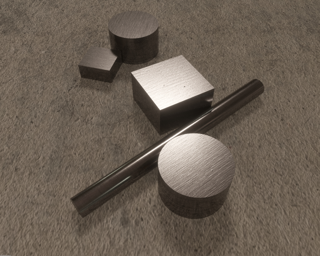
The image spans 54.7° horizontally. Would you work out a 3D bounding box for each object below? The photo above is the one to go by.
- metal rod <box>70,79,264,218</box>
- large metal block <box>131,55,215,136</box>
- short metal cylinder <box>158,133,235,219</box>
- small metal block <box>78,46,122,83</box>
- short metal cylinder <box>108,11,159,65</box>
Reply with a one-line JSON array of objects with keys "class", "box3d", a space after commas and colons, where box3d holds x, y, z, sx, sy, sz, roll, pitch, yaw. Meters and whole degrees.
[{"class": "metal rod", "box3d": [0.027, 0.012, 0.393, 0.302, 0.025, 0.025, -32, 57, -25]}, {"class": "large metal block", "box3d": [0.016, -0.047, 0.427, 0.081, 0.050, 0.080, -23, 54, -19]}, {"class": "short metal cylinder", "box3d": [0.038, 0.053, 0.343, 0.081, 0.050, 0.080, 0, 50, 0]}, {"class": "small metal block", "box3d": [-0.093, -0.100, 0.486, 0.050, 0.025, 0.050, 12, 51, 9]}, {"class": "short metal cylinder", "box3d": [-0.043, -0.150, 0.513, 0.081, 0.050, 0.080, 0, 50, 0]}]
